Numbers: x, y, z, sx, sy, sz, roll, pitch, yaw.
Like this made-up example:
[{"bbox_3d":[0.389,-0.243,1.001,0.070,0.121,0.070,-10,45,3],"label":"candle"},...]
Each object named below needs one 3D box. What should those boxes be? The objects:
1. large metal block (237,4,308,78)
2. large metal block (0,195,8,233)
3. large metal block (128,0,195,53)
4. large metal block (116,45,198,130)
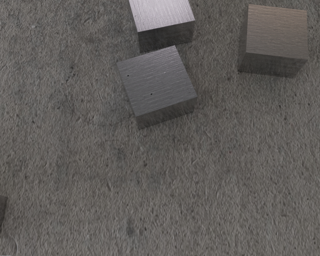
[{"bbox_3d":[0.158,-0.122,0.440,0.080,0.050,0.080,8,70,2],"label":"large metal block"},{"bbox_3d":[-0.232,0.095,0.342,0.080,0.080,0.050,3,70,1],"label":"large metal block"},{"bbox_3d":[-0.001,-0.166,0.455,0.081,0.050,0.080,-13,71,-5],"label":"large metal block"},{"bbox_3d":[-0.005,-0.053,0.414,0.080,0.050,0.080,-19,71,-7],"label":"large metal block"}]
